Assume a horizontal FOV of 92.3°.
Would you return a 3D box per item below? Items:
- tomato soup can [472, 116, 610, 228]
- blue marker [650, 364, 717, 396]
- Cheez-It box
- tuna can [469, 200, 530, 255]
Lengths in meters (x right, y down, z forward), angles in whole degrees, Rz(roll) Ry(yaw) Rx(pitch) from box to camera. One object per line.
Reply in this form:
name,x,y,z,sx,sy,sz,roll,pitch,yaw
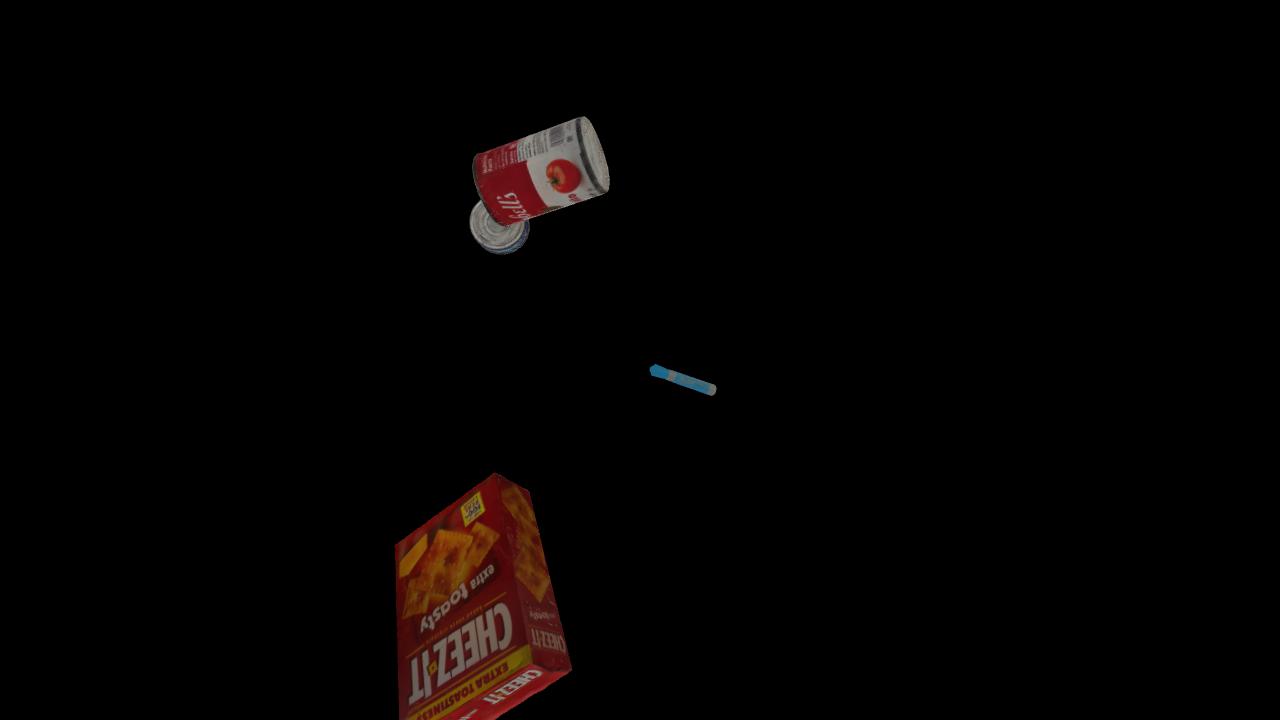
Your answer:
tomato soup can,-0.083,-0.163,0.535,0.101,0.068,0.068,-15,-4,14
blue marker,0.067,0.031,0.954,0.121,0.020,0.020,19,-9,-28
Cheez-It box,-0.178,0.258,0.655,0.166,0.223,0.071,-36,-45,11
tuna can,-0.207,-0.200,0.907,0.084,0.084,0.034,0,-1,-1
